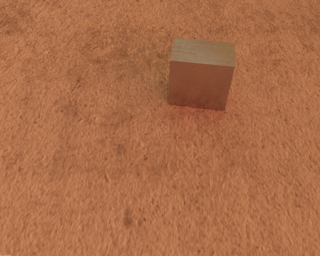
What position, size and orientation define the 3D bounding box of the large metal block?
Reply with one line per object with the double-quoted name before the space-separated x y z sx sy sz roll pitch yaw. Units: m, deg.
"large metal block" 0.056 -0.073 0.429 0.080 0.080 0.050 7 51 6
